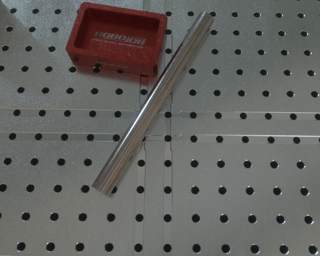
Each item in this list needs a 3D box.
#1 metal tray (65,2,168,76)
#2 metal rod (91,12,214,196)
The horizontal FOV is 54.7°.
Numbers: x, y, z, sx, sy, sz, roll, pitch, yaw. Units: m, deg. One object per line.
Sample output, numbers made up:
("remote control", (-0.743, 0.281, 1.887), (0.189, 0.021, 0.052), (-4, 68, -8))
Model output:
("metal tray", (-0.061, -0.132, 0.456), (0.131, 0.030, 0.090), (10, 70, 3))
("metal rod", (-0.002, -0.045, 0.428), (0.025, 0.025, 0.300), (28, 72, 9))
